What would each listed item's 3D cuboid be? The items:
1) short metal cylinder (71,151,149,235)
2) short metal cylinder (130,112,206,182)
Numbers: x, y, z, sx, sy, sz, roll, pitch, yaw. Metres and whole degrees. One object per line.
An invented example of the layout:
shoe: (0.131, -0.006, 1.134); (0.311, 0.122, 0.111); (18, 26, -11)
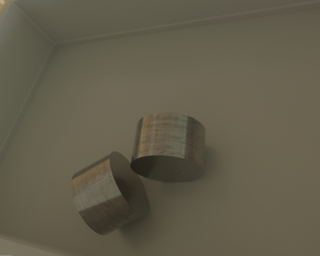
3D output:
short metal cylinder: (-0.055, 0.074, 0.354); (0.050, 0.080, 0.080); (-30, 52, 9)
short metal cylinder: (0.010, 0.024, 0.350); (0.080, 0.080, 0.050); (-7, 59, 24)
